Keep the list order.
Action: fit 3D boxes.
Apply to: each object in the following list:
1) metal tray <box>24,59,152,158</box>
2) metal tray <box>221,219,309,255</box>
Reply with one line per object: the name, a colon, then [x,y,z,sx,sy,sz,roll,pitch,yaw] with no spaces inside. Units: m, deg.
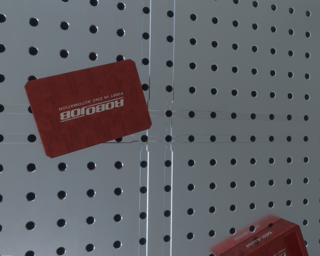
metal tray: [-0.084,-0.025,0.379,0.131,0.030,0.090,-17,96,-19]
metal tray: [0.164,0.209,0.470,0.131,0.030,0.090,-22,97,-19]
